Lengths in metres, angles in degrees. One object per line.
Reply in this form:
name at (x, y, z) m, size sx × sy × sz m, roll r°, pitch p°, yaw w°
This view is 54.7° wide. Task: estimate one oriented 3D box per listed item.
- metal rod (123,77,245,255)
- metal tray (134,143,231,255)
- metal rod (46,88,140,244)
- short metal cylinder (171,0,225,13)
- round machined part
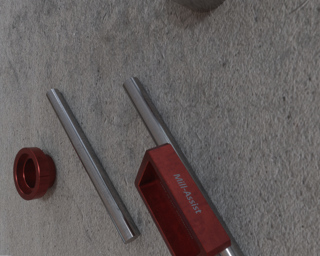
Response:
metal rod at (0.028, 0.055, 0.381) m, size 0.025 × 0.025 × 0.299 m, roll -45°, pitch 63°, yaw 31°
metal tray at (0.018, 0.094, 0.359) m, size 0.130 × 0.030 × 0.089 m, roll 58°, pitch 150°, yaw 25°
metal rod at (-0.118, 0.047, 0.501) m, size 0.025 × 0.025 × 0.299 m, roll -50°, pitch 61°, yaw 28°
short metal cylinder at (0.041, -0.180, 0.355) m, size 0.080 × 0.050 × 0.080 m, roll 0°, pitch 90°, yaw 40°
round machined part at (-0.235, 0.085, 0.588) m, size 0.098 × 0.042 × 0.097 m, roll 0°, pitch 90°, yaw 40°
